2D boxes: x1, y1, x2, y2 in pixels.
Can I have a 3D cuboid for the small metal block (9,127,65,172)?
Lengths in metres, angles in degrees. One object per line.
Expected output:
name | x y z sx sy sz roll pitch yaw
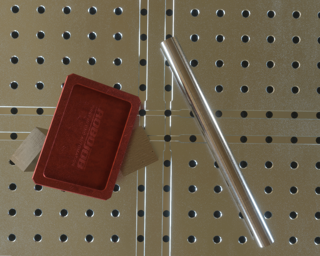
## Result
small metal block | -0.153 0.028 0.397 0.025 0.050 0.050 39 90 12

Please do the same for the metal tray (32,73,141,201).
metal tray | -0.086 0.011 0.370 0.091 0.030 0.129 19 84 -18

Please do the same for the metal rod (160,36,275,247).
metal rod | 0.076 0.018 0.414 0.025 0.025 0.299 -26 90 0

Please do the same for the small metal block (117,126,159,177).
small metal block | -0.035 0.030 0.413 0.050 0.025 0.050 -26 90 -1
